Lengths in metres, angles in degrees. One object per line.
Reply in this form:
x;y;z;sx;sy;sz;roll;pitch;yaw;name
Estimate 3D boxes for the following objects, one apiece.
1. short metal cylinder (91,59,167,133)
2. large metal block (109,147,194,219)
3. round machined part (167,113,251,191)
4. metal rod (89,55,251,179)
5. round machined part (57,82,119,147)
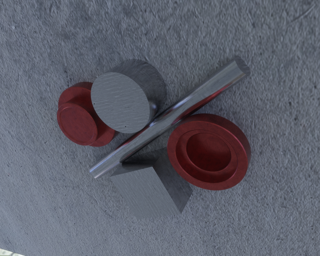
-0.038;-0.040;0.387;0.080;0.050;0.079;13;124;21;short metal cylinder
-0.011;0.081;0.449;0.080;0.050;0.080;-18;109;35;large metal block
0.062;0.025;0.380;0.098;0.042;0.097;13;124;21;round machined part
-0.009;0.003;0.416;0.025;0.025;0.299;49;128;-7;metal rod
-0.107;-0.013;0.445;0.098;0.042;0.097;13;124;21;round machined part
